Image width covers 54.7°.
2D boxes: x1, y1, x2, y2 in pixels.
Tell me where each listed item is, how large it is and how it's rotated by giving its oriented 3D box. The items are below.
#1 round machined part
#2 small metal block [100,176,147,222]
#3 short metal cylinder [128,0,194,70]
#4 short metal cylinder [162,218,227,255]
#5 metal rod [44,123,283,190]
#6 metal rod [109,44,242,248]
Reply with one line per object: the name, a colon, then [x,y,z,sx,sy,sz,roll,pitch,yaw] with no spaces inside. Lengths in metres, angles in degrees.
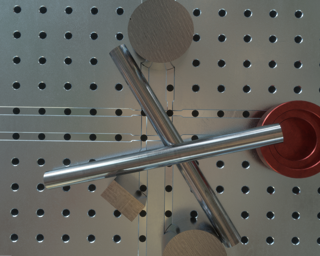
round machined part: [0.173,0.014,0.406,0.099,0.042,0.097,0,90,0]
small metal block: [-0.045,0.088,0.400,0.050,0.050,0.025,41,90,0]
short metal cylinder: [0.001,-0.119,0.401,0.081,0.050,0.080,0,90,0]
short metal cylinder: [0.042,0.163,0.401,0.081,0.050,0.080,0,90,0]
metal rod: [-0.003,0.038,0.391,0.301,0.025,0.025,-12,90,8]
metal rod: [0.020,0.024,0.413,0.025,0.025,0.299,-31,90,0]
